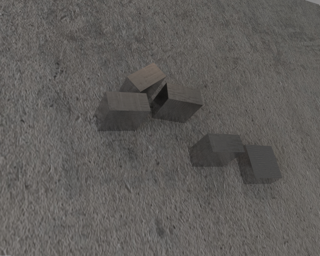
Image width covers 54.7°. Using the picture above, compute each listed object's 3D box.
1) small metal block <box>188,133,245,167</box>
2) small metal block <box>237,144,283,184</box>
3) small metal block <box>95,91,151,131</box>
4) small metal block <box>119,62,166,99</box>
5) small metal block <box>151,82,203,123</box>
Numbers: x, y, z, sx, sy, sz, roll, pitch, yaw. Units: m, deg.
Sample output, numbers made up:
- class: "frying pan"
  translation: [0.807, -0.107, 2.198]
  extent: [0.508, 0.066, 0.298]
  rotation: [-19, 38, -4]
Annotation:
- class: "small metal block"
  translation: [0.074, 0.030, 0.408]
  extent: [0.050, 0.050, 0.025]
  rotation: [3, 61, -27]
- class: "small metal block"
  translation: [0.142, 0.053, 0.447]
  extent: [0.050, 0.025, 0.050]
  rotation: [5, 60, -26]
- class: "small metal block"
  translation: [-0.046, -0.019, 0.374]
  extent: [0.050, 0.050, 0.025]
  rotation: [0, 62, -29]
- class: "small metal block"
  translation: [-0.026, -0.053, 0.406]
  extent: [0.025, 0.050, 0.050]
  rotation: [48, 51, 5]
- class: "small metal block"
  translation: [0.022, -0.032, 0.419]
  extent: [0.050, 0.050, 0.025]
  rotation: [9, 58, -24]
